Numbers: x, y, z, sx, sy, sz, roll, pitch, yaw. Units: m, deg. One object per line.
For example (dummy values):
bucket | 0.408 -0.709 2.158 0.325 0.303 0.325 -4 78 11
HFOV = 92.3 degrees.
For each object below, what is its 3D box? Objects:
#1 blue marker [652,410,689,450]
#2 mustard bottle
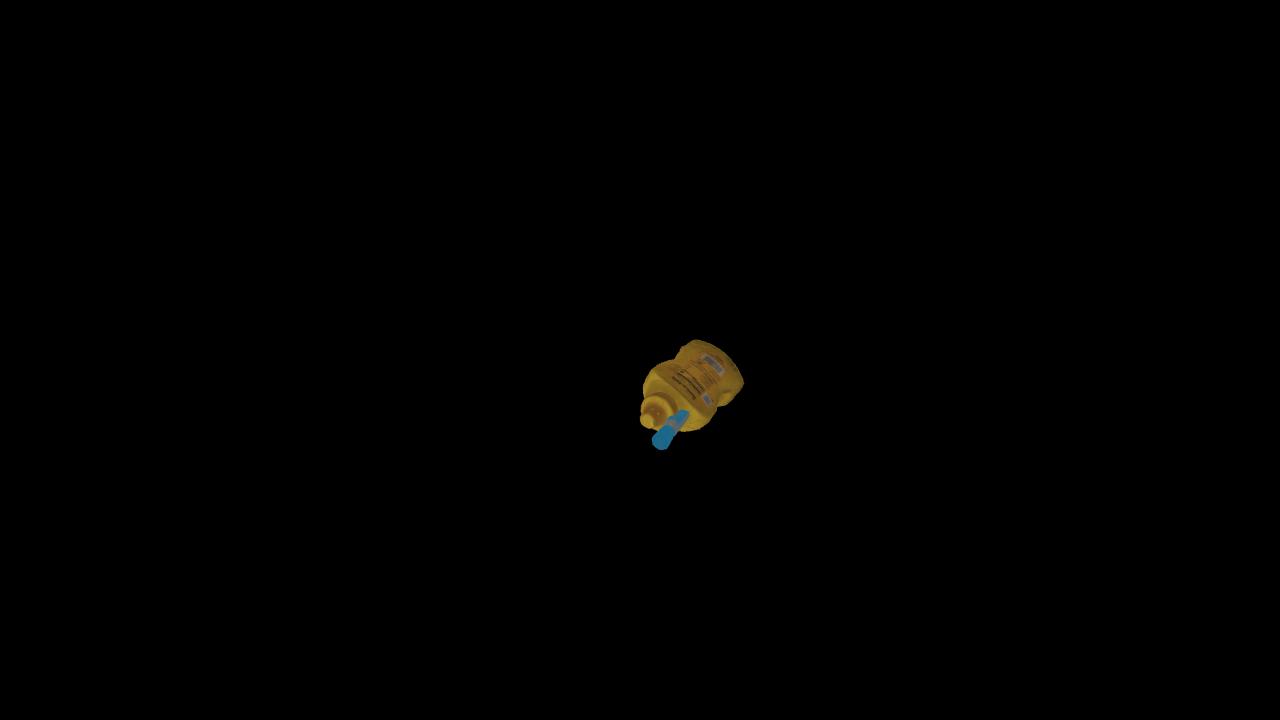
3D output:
blue marker | 0.041 0.063 0.665 0.020 0.020 0.121 0 20 24
mustard bottle | 0.052 0.037 0.720 0.054 0.092 0.184 -48 -9 35
